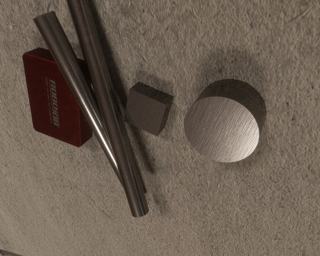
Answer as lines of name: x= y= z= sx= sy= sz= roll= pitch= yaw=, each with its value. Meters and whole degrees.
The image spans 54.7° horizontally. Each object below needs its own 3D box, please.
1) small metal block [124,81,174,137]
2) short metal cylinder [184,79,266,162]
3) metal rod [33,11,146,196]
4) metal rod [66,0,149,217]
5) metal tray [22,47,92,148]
small metal block: x=-0.015 y=-0.024 z=0.398 sx=0.050 sy=0.025 sz=0.050 roll=25 pitch=127 yaw=12
short metal cylinder: x=0.073 y=-0.009 z=0.346 sx=0.080 sy=0.050 sz=0.079 roll=13 pitch=124 yaw=20
metal rod: x=-0.082 y=-0.006 z=0.419 sx=0.025 sy=0.025 sz=0.299 roll=-3 pitch=125 yaw=29
metal rod: x=-0.063 y=-0.019 z=0.400 sx=0.025 sy=0.025 sz=0.298 roll=-5 pitch=108 yaw=30
metal tray: x=-0.147 y=-0.043 z=0.452 sx=0.090 sy=0.030 sz=0.129 roll=19 pitch=126 yaw=17
